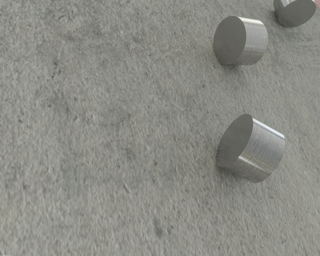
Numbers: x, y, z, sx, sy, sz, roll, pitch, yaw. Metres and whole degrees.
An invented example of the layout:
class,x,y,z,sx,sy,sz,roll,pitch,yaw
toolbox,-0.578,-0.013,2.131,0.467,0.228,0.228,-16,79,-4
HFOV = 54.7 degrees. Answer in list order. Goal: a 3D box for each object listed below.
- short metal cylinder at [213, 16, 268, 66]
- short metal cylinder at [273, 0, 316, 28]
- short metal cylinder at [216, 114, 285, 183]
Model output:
class,x,y,z,sx,sy,sz,roll,pitch,yaw
short metal cylinder,0.138,-0.150,0.537,0.050,0.080,0.080,-4,64,-30
short metal cylinder,0.306,-0.278,0.707,0.081,0.080,0.050,10,58,-23
short metal cylinder,0.120,0.027,0.419,0.050,0.080,0.080,28,52,-12
